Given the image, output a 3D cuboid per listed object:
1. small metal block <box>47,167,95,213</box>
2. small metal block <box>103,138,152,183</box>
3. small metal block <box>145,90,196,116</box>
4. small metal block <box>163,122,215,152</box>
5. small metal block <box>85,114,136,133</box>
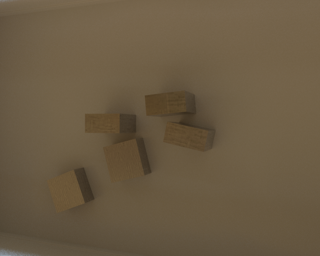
[{"bbox_3d":[-0.131,0.091,0.455,0.050,0.025,0.050,-23,83,18],"label":"small metal block"},{"bbox_3d":[-0.045,0.044,0.425,0.050,0.025,0.050,-15,85,19],"label":"small metal block"},{"bbox_3d":[0.015,-0.029,0.391,0.050,0.050,0.025,-5,89,19],"label":"small metal block"},{"bbox_3d":[0.038,0.010,0.383,0.050,0.050,0.025,13,95,19],"label":"small metal block"},{"bbox_3d":[-0.066,-0.006,0.419,0.050,0.050,0.025,0,90,19],"label":"small metal block"}]
